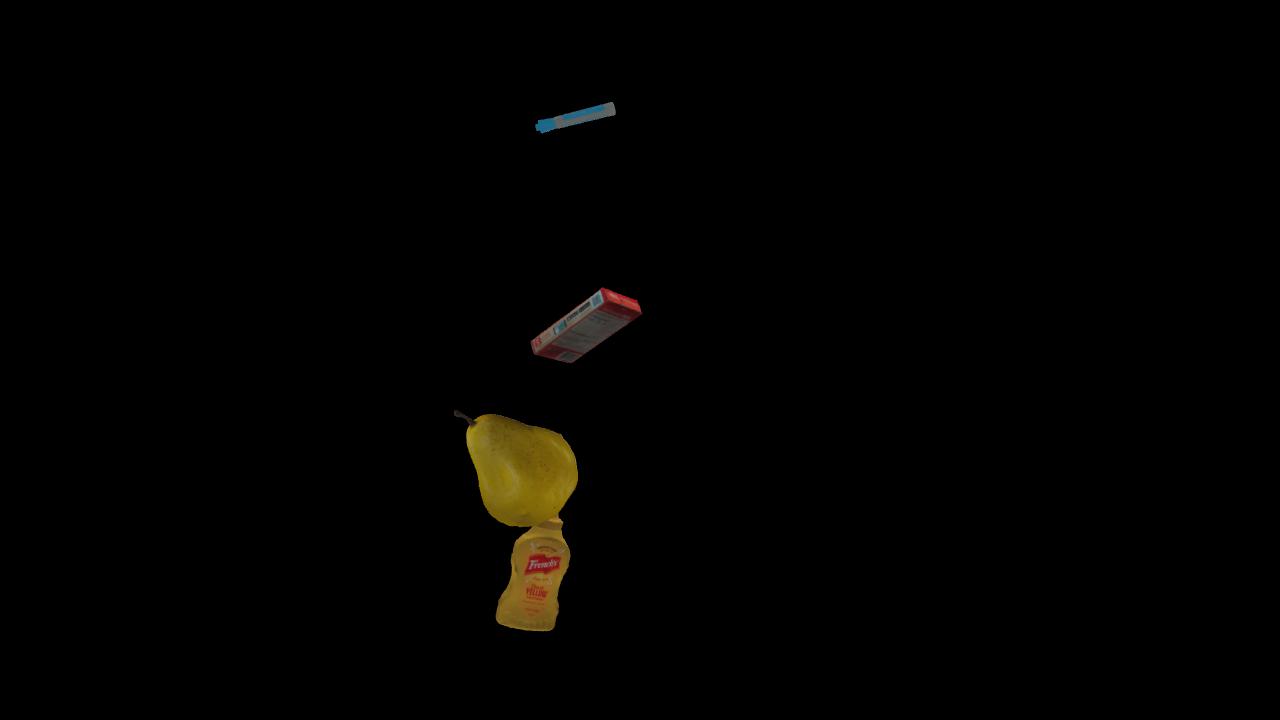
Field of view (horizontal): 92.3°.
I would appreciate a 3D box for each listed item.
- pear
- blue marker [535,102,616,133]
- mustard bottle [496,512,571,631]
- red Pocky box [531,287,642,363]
[{"bbox_3d":[-0.100,0.071,0.471,0.080,0.111,0.080,-29,19,11],"label":"pear"},{"bbox_3d":[-0.096,-0.359,0.912,0.121,0.020,0.020,-17,2,-7],"label":"blue marker"},{"bbox_3d":[-0.154,0.311,0.938,0.092,0.184,0.054,16,-10,-15],"label":"mustard bottle"},{"bbox_3d":[-0.079,-0.048,0.908,0.155,0.028,0.083,-33,-29,27],"label":"red Pocky box"}]
